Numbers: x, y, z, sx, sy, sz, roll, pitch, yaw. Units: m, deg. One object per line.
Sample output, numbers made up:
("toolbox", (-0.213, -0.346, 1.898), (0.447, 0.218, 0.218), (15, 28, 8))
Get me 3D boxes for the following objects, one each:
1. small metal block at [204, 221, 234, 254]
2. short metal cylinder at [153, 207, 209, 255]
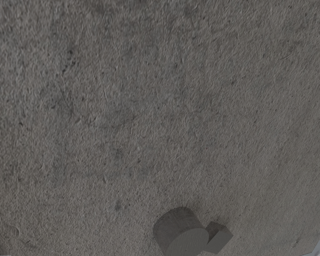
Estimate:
("small metal block", (0.105, 0.211, 0.595), (0.050, 0.025, 0.050), (31, 101, -38))
("short metal cylinder", (0.035, 0.181, 0.522), (0.081, 0.050, 0.079), (-14, 124, -21))
